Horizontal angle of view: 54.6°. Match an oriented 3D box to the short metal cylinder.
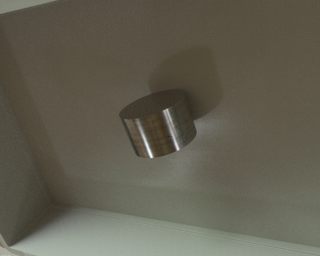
[{"bbox_3d":[-0.002,-0.007,0.370,0.080,0.080,0.050,-6,115,31],"label":"short metal cylinder"}]
